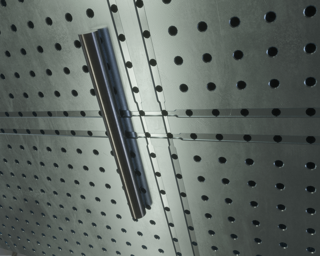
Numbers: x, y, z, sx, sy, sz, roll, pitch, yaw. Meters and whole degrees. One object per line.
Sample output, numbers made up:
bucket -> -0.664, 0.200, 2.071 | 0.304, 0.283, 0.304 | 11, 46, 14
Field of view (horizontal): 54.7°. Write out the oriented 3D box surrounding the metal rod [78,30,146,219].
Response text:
metal rod -> -0.062, 0.012, 0.449 | 0.025, 0.025, 0.298 | 3, 120, 26
